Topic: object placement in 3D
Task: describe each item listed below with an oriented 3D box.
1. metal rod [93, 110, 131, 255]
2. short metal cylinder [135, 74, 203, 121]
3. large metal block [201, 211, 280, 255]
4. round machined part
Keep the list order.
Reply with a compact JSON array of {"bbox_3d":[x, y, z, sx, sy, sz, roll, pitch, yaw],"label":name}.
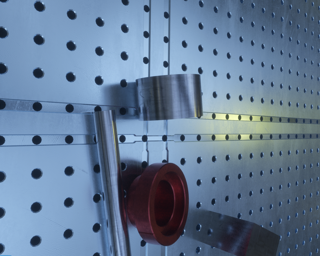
[{"bbox_3d":[-0.050,0.128,0.369,0.025,0.025,0.298,-10,97,-40],"label":"metal rod"},{"bbox_3d":[0.012,-0.037,0.385,0.081,0.080,0.050,-8,96,-40],"label":"short metal cylinder"},{"bbox_3d":[0.126,0.173,0.482,0.080,0.080,0.050,33,69,-36],"label":"large metal block"},{"bbox_3d":[-0.005,0.092,0.384,0.098,0.042,0.097,12,76,-58],"label":"round machined part"}]
